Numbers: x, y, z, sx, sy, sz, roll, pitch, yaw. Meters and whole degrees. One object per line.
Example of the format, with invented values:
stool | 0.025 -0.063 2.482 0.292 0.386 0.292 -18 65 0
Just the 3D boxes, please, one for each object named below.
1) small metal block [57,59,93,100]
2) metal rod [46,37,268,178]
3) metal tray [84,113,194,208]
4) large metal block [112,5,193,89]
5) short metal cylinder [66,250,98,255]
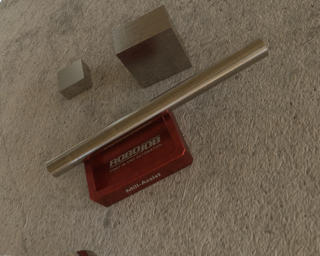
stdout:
small metal block | -0.146 -0.083 0.529 0.050 0.025 0.050 -27 53 11
metal rod | -0.010 -0.021 0.381 0.301 0.025 0.025 -30 52 8
metal tray | -0.033 0.032 0.396 0.130 0.030 0.090 -29 52 9
large metal block | -0.010 -0.112 0.441 0.080 0.080 0.050 -23 54 14
short metal cylinder | -0.082 0.171 0.306 0.050 0.080 0.080 34 81 38
